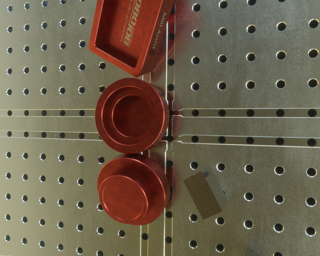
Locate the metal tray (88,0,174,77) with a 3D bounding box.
[{"bbox_3d":[-0.038,-0.142,0.396,0.090,0.030,0.129,32,124,17],"label":"metal tray"}]

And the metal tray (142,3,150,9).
[{"bbox_3d":[-0.024,-0.229,0.418,0.090,0.030,0.130,-45,76,14],"label":"metal tray"}]

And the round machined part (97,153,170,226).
[{"bbox_3d":[-0.040,0.085,0.405,0.098,0.042,0.097,6,107,19],"label":"round machined part"}]

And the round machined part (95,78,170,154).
[{"bbox_3d":[-0.034,-0.016,0.415,0.098,0.042,0.097,0,90,20],"label":"round machined part"}]

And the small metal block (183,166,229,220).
[{"bbox_3d":[0.057,0.078,0.379,0.025,0.050,0.050,-30,80,18],"label":"small metal block"}]

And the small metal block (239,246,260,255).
[{"bbox_3d":[0.097,0.175,0.365,0.025,0.050,0.050,36,102,16],"label":"small metal block"}]
